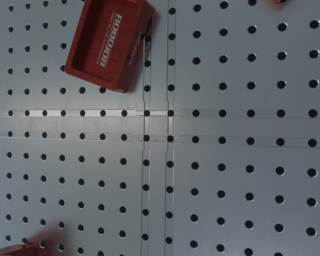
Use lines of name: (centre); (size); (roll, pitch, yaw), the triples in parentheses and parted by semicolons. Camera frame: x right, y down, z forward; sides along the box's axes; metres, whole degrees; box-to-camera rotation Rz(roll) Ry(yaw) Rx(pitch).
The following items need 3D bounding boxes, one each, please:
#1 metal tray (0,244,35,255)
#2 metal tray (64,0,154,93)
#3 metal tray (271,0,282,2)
metal tray: (-0.231, 0.245, 0.450); (0.030, 0.090, 0.129); (-2, 81, 21)
metal tray: (-0.073, -0.125, 0.436); (0.090, 0.030, 0.129); (22, 97, 18)
metal tray: (0.157, -0.224, 0.354); (0.130, 0.030, 0.090); (-40, 77, 15)
